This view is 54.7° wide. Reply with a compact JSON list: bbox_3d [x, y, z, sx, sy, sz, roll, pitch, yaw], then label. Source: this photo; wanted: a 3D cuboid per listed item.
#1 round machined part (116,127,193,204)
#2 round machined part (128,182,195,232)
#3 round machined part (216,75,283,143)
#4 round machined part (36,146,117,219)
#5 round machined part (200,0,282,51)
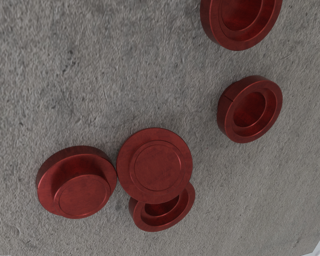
[{"bbox_3d":[-0.006,0.048,0.392,0.099,0.042,0.097,0,90,-10],"label":"round machined part"},{"bbox_3d":[-0.001,0.103,0.459,0.099,0.042,0.097,-14,124,-21],"label":"round machined part"},{"bbox_3d":[0.122,-0.030,0.444,0.099,0.042,0.097,-14,124,-21],"label":"round machined part"},{"bbox_3d":[-0.100,0.074,0.387,0.099,0.042,0.097,-14,124,-21],"label":"round machined part"},{"bbox_3d":[0.088,-0.142,0.355,0.099,0.042,0.097,-14,124,-21],"label":"round machined part"}]
